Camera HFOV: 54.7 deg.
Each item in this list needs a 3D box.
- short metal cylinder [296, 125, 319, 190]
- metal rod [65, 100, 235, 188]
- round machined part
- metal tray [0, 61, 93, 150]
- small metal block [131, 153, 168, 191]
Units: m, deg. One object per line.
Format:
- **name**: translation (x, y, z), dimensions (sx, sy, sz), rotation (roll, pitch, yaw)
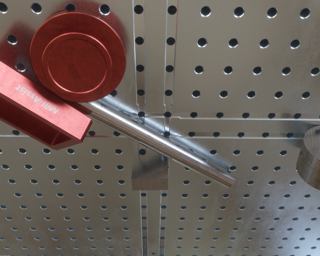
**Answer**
- **short metal cylinder**: translation (0.230, 0.040, 0.413), dimensions (0.080, 0.080, 0.050), rotation (-4, 130, 3)
- **metal rod**: translation (-0.013, 0.015, 0.423), dimensions (0.301, 0.025, 0.025), rotation (29, 124, -23)
- **round machined part**: translation (-0.085, -0.070, 0.326), dimensions (0.099, 0.042, 0.097), rotation (-4, 120, -8)
- **metal tray**: translation (-0.155, -0.022, 0.360), dimensions (0.130, 0.030, 0.090), rotation (35, 151, -27)
- **small metal block**: translation (-0.014, 0.062, 0.448), dimensions (0.050, 0.050, 0.025), rotation (-1, 130, 0)
